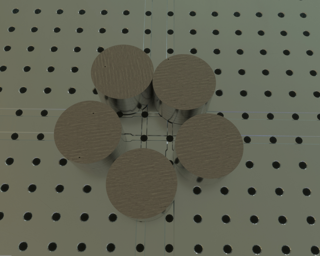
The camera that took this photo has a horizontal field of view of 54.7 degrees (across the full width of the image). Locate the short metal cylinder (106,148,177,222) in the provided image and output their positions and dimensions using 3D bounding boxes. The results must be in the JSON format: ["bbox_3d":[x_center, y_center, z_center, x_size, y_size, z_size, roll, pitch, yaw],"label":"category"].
[{"bbox_3d":[-0.020,0.069,0.371,0.080,0.050,0.080,0,70,0],"label":"short metal cylinder"}]

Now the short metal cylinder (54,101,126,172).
[{"bbox_3d":[-0.086,0.012,0.393,0.081,0.050,0.080,0,70,0],"label":"short metal cylinder"}]

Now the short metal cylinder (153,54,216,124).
[{"bbox_3d":[0.031,-0.051,0.416,0.081,0.050,0.080,0,70,0],"label":"short metal cylinder"}]

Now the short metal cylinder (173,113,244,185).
[{"bbox_3d":[0.058,0.028,0.388,0.081,0.050,0.080,0,71,0],"label":"short metal cylinder"}]

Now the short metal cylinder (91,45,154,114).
[{"bbox_3d":[-0.048,-0.065,0.421,0.081,0.050,0.080,0,70,0],"label":"short metal cylinder"}]
